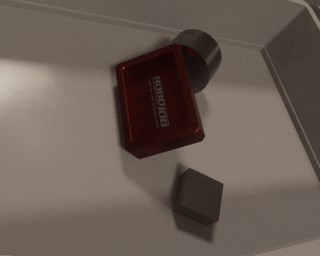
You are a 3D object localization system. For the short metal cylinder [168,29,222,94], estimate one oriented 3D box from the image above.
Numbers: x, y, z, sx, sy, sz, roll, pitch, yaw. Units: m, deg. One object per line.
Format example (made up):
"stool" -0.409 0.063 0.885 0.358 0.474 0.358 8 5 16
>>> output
"short metal cylinder" 0.043 -0.097 0.454 0.080 0.080 0.050 38 50 -3

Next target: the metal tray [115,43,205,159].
"metal tray" -0.003 -0.035 0.388 0.030 0.090 0.130 49 27 -60

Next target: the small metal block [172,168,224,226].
"small metal block" 0.047 0.085 0.381 0.050 0.025 0.050 26 52 -12
